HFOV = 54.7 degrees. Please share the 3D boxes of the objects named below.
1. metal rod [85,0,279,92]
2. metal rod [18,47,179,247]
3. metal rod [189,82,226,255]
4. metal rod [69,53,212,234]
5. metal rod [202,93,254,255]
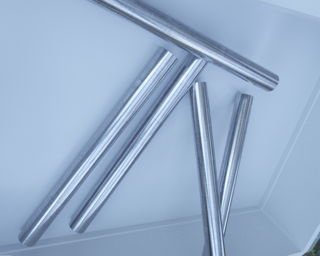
[{"bbox_3d":[0.017,-0.102,0.330,0.302,0.025,0.025,19,109,-28],"label":"metal rod"},{"bbox_3d":[-0.080,0.029,0.382,0.025,0.025,0.299,32,100,-38],"label":"metal rod"},{"bbox_3d":[0.065,0.091,0.402,0.025,0.025,0.298,-6,90,-26],"label":"metal rod"},{"bbox_3d":[-0.028,0.018,0.404,0.025,0.025,0.299,28,103,-38],"label":"metal rod"},{"bbox_3d":[0.089,0.098,0.435,0.025,0.025,0.299,17,83,-35],"label":"metal rod"}]
